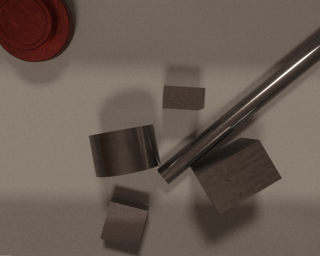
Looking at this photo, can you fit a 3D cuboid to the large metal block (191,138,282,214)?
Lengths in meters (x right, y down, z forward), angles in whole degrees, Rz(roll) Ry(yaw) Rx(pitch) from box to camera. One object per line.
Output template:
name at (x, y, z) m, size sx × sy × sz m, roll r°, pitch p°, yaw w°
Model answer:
large metal block at (0.089, 0.055, 0.385) m, size 0.080 × 0.080 × 0.050 m, roll -30°, pitch 90°, yaw 0°

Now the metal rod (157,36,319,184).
metal rod at (0.120, -0.030, 0.412) m, size 0.300 × 0.025 × 0.025 m, roll -39°, pitch 91°, yaw -1°

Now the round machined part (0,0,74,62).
round machined part at (-0.164, -0.133, 0.390) m, size 0.099 × 0.042 × 0.097 m, roll 0°, pitch 104°, yaw -1°

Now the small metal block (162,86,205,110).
small metal block at (0.029, -0.038, 0.399) m, size 0.050 × 0.050 × 0.025 m, roll 3°, pitch 90°, yaw -1°

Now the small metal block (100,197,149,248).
small metal block at (-0.046, 0.125, 0.411) m, size 0.050 × 0.025 × 0.050 m, roll 15°, pitch 90°, yaw -1°

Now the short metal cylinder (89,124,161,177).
short metal cylinder at (-0.043, 0.027, 0.383) m, size 0.080 × 0.080 × 0.050 m, roll -10°, pitch 90°, yaw 0°
